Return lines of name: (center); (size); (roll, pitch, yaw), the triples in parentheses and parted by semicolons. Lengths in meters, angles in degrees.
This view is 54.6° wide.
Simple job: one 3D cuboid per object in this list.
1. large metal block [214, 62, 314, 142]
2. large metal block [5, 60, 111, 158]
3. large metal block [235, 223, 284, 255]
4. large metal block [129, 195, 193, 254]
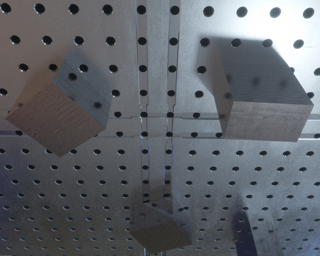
large metal block: (0.110, -0.031, 0.350); (0.080, 0.080, 0.050); (3, 130, -3)
large metal block: (-0.120, -0.021, 0.376); (0.080, 0.050, 0.080); (-30, 124, 23)
large metal block: (0.186, 0.238, 0.579); (0.050, 0.080, 0.079); (8, 130, -7)
large metal block: (0.003, 0.169, 0.539); (0.080, 0.050, 0.080); (-20, 127, 16)
